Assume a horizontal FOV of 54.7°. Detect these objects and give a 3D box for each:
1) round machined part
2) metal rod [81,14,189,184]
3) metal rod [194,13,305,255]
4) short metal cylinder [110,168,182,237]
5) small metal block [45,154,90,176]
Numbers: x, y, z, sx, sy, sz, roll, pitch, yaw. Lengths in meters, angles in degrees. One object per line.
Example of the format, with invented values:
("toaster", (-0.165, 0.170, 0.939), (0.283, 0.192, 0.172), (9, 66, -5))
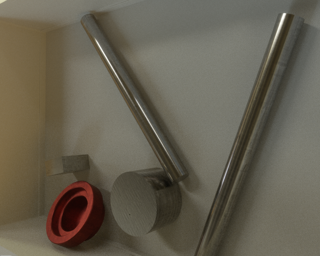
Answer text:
("round machined part", (-0.124, 0.135, 0.477), (0.098, 0.042, 0.098), (-23, 45, 26))
("metal rod", (-0.045, -0.055, 0.441), (0.025, 0.025, 0.299), (-45, 63, 30))
("metal rod", (0.087, 0.032, 0.333), (0.025, 0.025, 0.298), (26, 106, 37))
("short metal cylinder", (-0.019, 0.094, 0.404), (0.080, 0.050, 0.079), (0, 90, 39))
("small metal block", (-0.154, 0.062, 0.514), (0.050, 0.050, 0.025), (-16, 80, 38))
